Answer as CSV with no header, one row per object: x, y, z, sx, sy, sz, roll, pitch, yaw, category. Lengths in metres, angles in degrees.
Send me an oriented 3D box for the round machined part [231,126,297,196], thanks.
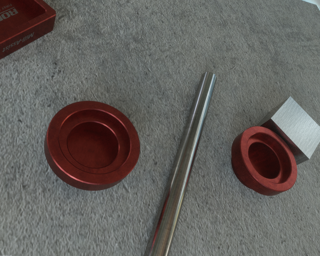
0.142,0.050,0.441,0.099,0.042,0.098,14,56,-21,round machined part

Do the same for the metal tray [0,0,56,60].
-0.204,-0.132,0.371,0.090,0.030,0.131,40,51,-1,metal tray

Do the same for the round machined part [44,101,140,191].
-0.075,0.022,0.340,0.099,0.042,0.098,14,56,-21,round machined part

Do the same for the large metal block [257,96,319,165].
0.204,0.008,0.496,0.080,0.050,0.080,48,51,5,large metal block

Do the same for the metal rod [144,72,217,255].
0.036,0.031,0.405,0.025,0.025,0.300,29,52,-10,metal rod
